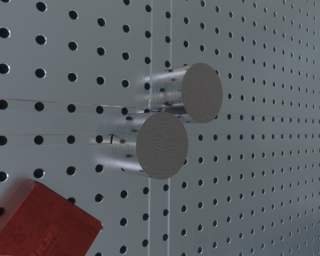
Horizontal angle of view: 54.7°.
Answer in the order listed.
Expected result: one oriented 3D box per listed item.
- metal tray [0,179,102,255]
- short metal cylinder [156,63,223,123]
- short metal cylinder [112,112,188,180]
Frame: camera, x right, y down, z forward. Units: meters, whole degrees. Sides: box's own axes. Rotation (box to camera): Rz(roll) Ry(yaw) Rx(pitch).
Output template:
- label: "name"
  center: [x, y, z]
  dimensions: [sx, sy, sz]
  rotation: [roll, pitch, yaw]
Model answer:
- label: "metal tray"
  center: [-0.128, 0.128, 0.299]
  dimensions: [0.090, 0.030, 0.130]
  rotation: [46, 63, -30]
- label: "short metal cylinder"
  center: [0.041, -0.046, 0.427]
  dimensions: [0.081, 0.050, 0.080]
  rotation: [0, 90, -40]
- label: "short metal cylinder"
  center: [-0.011, 0.021, 0.383]
  dimensions: [0.081, 0.050, 0.080]
  rotation: [0, 90, -40]
